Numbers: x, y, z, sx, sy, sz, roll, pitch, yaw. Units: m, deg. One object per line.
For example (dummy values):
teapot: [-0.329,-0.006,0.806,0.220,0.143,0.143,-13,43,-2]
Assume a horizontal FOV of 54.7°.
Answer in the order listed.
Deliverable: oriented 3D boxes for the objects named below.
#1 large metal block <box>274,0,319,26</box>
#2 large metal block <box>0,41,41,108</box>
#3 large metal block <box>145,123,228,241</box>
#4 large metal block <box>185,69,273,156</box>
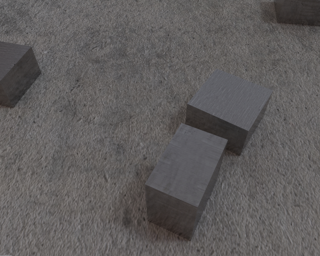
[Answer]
large metal block: [0.269,-0.242,0.592,0.080,0.050,0.080,7,50,5]
large metal block: [-0.238,-0.082,0.454,0.080,0.050,0.080,12,51,9]
large metal block: [0.027,0.056,0.320,0.050,0.080,0.080,21,53,16]
large metal block: [0.089,-0.023,0.407,0.080,0.050,0.080,27,55,20]
